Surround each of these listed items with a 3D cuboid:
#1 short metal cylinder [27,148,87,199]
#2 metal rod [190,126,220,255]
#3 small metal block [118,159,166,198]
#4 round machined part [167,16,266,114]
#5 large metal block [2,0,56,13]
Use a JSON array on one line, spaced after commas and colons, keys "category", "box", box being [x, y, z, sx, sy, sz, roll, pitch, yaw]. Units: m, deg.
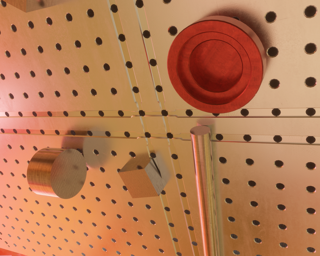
[{"category": "short metal cylinder", "box": [-0.166, 0.073, 0.506, 0.050, 0.080, 0.080, 1, 119, 28]}, {"category": "metal rod", "box": [0.071, 0.133, 0.454, 0.025, 0.025, 0.298, 5, 121, 25]}, {"category": "small metal block", "box": [-0.027, 0.078, 0.473, 0.050, 0.025, 0.050, -13, 112, 33]}, {"category": "round machined part", "box": [0.061, -0.068, 0.326, 0.098, 0.042, 0.097, 13, 124, 20]}, {"category": "large metal block", "box": [-0.168, -0.194, 0.361, 0.080, 0.050, 0.079, 29, 128, 9]}]
